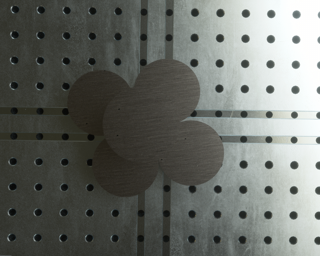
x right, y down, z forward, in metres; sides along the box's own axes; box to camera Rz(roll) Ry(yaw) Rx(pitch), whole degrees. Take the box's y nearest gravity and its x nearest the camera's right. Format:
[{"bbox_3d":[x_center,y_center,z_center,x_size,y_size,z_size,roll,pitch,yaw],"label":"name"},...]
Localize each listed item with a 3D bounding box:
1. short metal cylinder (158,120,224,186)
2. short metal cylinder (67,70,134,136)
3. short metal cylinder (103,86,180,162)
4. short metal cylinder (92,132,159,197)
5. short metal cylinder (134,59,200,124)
[{"bbox_3d":[0.038,0.030,0.401,0.081,0.050,0.079,0,90,-1],"label":"short metal cylinder"},{"bbox_3d":[-0.072,-0.030,0.399,0.081,0.050,0.079,0,90,-1],"label":"short metal cylinder"},{"bbox_3d":[-0.020,-0.005,0.349,0.081,0.050,0.079,0,92,-1],"label":"short metal cylinder"},{"bbox_3d":[-0.042,0.044,0.400,0.081,0.050,0.079,0,90,-1],"label":"short metal cylinder"},{"bbox_3d":[0.008,-0.044,0.400,0.081,0.050,0.079,0,90,-1],"label":"short metal cylinder"}]
